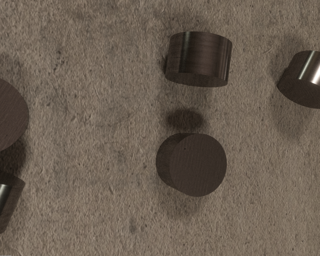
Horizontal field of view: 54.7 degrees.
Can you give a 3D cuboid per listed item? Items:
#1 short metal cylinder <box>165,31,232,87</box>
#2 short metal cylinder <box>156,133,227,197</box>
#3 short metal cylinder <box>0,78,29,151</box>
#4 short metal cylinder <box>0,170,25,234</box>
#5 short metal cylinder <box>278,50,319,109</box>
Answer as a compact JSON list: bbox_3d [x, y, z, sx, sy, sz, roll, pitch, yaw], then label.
[{"bbox_3d":[0.050,-0.085,0.399,0.081,0.080,0.050,8,87,-20],"label":"short metal cylinder"},{"bbox_3d":[0.041,0.047,0.412,0.081,0.050,0.079,0,90,-21],"label":"short metal cylinder"},{"bbox_3d":[-0.183,-0.013,0.328,0.081,0.050,0.079,0,90,-21],"label":"short metal cylinder"},{"bbox_3d":[-0.186,0.068,0.311,0.080,0.080,0.050,23,82,-19],"label":"short metal cylinder"},{"bbox_3d":[0.229,-0.071,0.466,0.080,0.080,0.050,33,79,-17],"label":"short metal cylinder"}]
